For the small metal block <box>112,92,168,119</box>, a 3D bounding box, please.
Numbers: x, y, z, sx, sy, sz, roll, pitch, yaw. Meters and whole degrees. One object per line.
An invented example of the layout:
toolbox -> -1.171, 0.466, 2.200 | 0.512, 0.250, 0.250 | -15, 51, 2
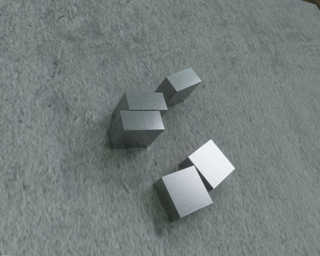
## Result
small metal block -> -0.026, -0.021, 0.388 | 0.050, 0.050, 0.025 | -2, 63, -30

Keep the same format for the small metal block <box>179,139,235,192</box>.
small metal block -> 0.062, 0.051, 0.408 | 0.050, 0.025, 0.050 | -32, 80, -38

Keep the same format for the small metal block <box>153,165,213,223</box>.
small metal block -> 0.027, 0.079, 0.372 | 0.050, 0.025, 0.050 | -14, 69, -34

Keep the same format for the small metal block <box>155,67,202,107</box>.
small metal block -> 0.022, -0.054, 0.434 | 0.050, 0.050, 0.025 | -27, 77, -37

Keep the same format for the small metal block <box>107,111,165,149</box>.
small metal block -> -0.030, 0.003, 0.371 | 0.050, 0.050, 0.025 | -1, 63, -29
